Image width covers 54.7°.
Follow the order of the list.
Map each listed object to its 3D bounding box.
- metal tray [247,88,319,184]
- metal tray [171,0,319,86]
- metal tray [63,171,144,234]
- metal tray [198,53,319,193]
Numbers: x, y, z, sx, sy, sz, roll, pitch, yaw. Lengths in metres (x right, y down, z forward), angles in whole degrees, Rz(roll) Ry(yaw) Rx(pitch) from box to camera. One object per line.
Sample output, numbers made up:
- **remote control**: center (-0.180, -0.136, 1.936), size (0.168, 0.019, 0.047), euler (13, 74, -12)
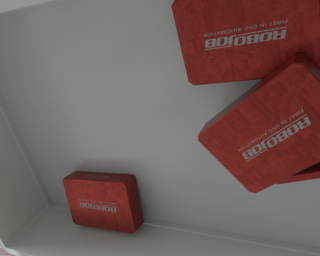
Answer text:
- **metal tray**: center (0.167, 0.006, 0.320), size (0.130, 0.030, 0.090), euler (-18, 109, 34)
- **metal tray**: center (0.084, -0.094, 0.302), size (0.130, 0.030, 0.089), euler (-2, 118, 28)
- **metal tray**: center (-0.096, 0.122, 0.518), size (0.130, 0.030, 0.089), euler (-1, 106, 28)
- **metal tray**: center (0.113, 0.002, 0.307), size (0.090, 0.030, 0.129), euler (45, 129, -4)
